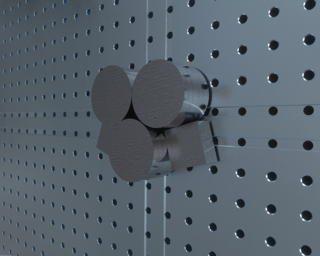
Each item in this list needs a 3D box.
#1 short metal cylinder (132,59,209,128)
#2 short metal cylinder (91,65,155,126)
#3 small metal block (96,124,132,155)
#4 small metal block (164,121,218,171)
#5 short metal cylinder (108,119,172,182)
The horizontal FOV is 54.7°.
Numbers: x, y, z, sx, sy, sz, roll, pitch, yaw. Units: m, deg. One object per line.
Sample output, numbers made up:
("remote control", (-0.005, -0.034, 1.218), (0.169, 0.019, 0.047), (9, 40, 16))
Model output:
("short metal cylinder", (0.012, -0.040, 0.378), (0.080, 0.050, 0.079), (0, 90, 40))
("short metal cylinder", (-0.050, -0.043, 0.429), (0.080, 0.050, 0.079), (0, 90, 40))
("small metal block", (-0.064, 0.015, 0.457), (0.050, 0.025, 0.050), (26, 107, 37))
("small metal block", (0.037, 0.022, 0.375), (0.050, 0.025, 0.050), (-18, 79, 38))
("short metal cylinder", (-0.022, 0.028, 0.406), (0.080, 0.050, 0.079), (0, 90, 40))
